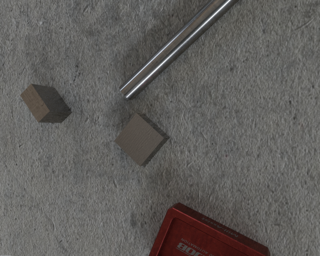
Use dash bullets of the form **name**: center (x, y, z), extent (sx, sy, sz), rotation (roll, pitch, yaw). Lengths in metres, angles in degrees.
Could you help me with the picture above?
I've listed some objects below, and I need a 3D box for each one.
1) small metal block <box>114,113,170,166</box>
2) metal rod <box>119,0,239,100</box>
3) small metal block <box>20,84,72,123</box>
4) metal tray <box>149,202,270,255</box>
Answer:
- **small metal block**: center (-0.024, 0.015, 0.417), extent (0.050, 0.025, 0.050), rotation (43, 103, 14)
- **metal rod**: center (0.062, -0.142, 0.386), extent (0.299, 0.025, 0.025), rotation (-41, 77, 15)
- **small metal block**: center (-0.165, -0.035, 0.452), extent (0.025, 0.050, 0.050), rotation (-41, 78, 15)
- **metal tray**: center (0.057, 0.163, 0.385), extent (0.130, 0.030, 0.089), rotation (24, 98, 18)
